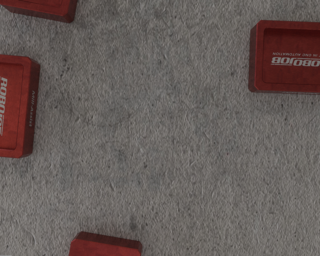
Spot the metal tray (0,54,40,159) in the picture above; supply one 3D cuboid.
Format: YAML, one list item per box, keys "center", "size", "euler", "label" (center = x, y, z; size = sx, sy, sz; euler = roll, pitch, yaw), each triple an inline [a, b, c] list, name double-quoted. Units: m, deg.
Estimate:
- center: [-0.213, -0.029, 0.405]
  size: [0.091, 0.030, 0.129]
  euler: [5, 90, 0]
  label: "metal tray"

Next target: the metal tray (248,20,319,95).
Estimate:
- center: [0.187, -0.091, 0.408]
  size: [0.131, 0.030, 0.089]
  euler: [2, 90, 0]
  label: "metal tray"

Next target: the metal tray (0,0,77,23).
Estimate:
- center: [-0.150, -0.213, 0.405]
  size: [0.091, 0.030, 0.129]
  euler: [11, 90, 0]
  label: "metal tray"

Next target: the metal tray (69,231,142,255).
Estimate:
- center: [-0.079, 0.211, 0.407]
  size: [0.091, 0.030, 0.129]
  euler: [10, 90, 0]
  label: "metal tray"
